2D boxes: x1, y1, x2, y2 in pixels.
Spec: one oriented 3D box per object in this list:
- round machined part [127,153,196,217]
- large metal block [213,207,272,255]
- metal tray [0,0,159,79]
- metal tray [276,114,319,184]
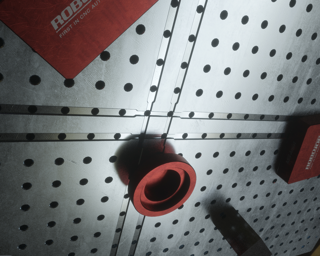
[{"bbox_3d":[-0.001,0.077,0.447,0.099,0.042,0.097,-14,124,-21],"label":"round machined part"},{"bbox_3d":[0.159,0.213,0.594,0.050,0.080,0.080,-39,129,-2],"label":"large metal block"},{"bbox_3d":[-0.073,-0.121,0.293,0.130,0.030,0.090,-43,130,1],"label":"metal tray"},{"bbox_3d":[0.280,0.039,0.585,0.091,0.030,0.129,-9,122,-24],"label":"metal tray"}]
